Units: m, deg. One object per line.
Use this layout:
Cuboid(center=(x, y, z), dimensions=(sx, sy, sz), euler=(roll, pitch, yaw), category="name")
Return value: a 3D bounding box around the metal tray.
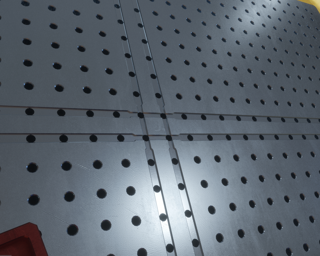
Cuboid(center=(-0.149, 0.142, 0.238), dimensions=(0.131, 0.030, 0.090), euler=(-16, 70, -35), category="metal tray")
